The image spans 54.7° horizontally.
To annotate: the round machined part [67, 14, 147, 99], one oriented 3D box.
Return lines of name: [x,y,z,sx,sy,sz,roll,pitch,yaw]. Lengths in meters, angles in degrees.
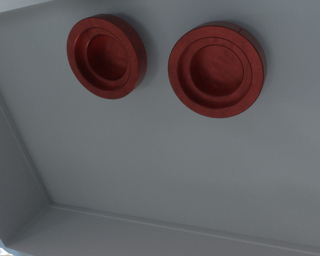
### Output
round machined part: [-0.059,-0.087,0.373,0.098,0.042,0.097,13,124,20]

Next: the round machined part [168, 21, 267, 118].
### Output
round machined part: [0.062,-0.063,0.326,0.098,0.042,0.097,13,124,20]
